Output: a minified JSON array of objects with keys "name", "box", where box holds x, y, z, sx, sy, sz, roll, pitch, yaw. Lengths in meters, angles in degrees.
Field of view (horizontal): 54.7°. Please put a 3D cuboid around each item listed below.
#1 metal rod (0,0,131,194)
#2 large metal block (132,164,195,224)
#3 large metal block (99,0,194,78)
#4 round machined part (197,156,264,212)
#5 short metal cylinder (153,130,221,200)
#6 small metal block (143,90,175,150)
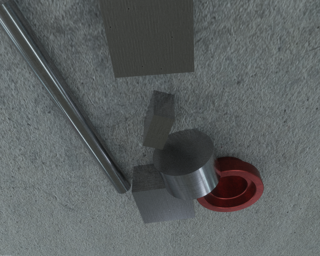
[{"name":"metal rod","box":[-0.106,-0.014,0.393,0.025,0.025,0.299,-15,129,12]},{"name":"large metal block","box":[0.007,0.098,0.475,0.080,0.050,0.080,-9,130,7]},{"name":"large metal block","box":[-0.009,-0.100,0.306,0.080,0.050,0.079,-4,130,3]},{"name":"round machined part","box":[0.101,0.081,0.467,0.099,0.042,0.097,-1,130,0]},{"name":"short metal cylinder","box":[0.036,0.048,0.412,0.080,0.080,0.050,-14,129,11]},{"name":"small metal block","box":[-0.002,-0.010,0.382,0.025,0.050,0.050,12,129,-11]}]
